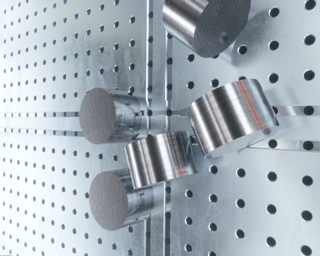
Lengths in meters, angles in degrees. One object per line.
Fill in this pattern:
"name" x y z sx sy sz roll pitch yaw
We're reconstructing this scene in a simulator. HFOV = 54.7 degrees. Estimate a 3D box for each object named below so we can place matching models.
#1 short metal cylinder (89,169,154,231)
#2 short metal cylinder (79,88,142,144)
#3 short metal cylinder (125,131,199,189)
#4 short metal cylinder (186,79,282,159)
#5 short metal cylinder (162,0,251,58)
"short metal cylinder" -0.055 0.099 0.439 0.080 0.050 0.080 0 90 40
"short metal cylinder" -0.073 -0.017 0.453 0.080 0.050 0.079 0 90 40
"short metal cylinder" 0.002 0.039 0.372 0.080 0.081 0.050 -23 76 38
"short metal cylinder" 0.073 -0.007 0.313 0.080 0.081 0.050 -32 70 35
"short metal cylinder" 0.050 -0.123 0.332 0.050 0.081 0.080 45 117 30
